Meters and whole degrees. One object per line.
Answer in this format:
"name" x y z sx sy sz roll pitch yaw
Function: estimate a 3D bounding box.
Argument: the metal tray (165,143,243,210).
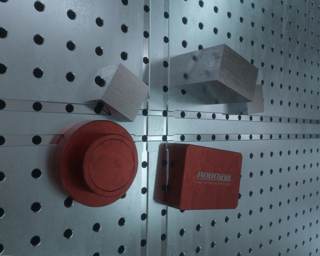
"metal tray" 0.071 0.075 0.468 0.131 0.030 0.090 12 83 -40

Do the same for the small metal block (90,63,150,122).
"small metal block" -0.047 -0.041 0.372 0.050 0.025 0.050 37 67 -34

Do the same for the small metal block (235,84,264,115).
"small metal block" 0.157 -0.050 0.544 0.050 0.025 0.050 -9 96 -40

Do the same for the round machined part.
"round machined part" -0.064 0.040 0.346 0.099 0.042 0.097 0 90 -40

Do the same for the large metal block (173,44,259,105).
"large metal block" 0.080 -0.072 0.443 0.080 0.080 0.050 22 77 -38
